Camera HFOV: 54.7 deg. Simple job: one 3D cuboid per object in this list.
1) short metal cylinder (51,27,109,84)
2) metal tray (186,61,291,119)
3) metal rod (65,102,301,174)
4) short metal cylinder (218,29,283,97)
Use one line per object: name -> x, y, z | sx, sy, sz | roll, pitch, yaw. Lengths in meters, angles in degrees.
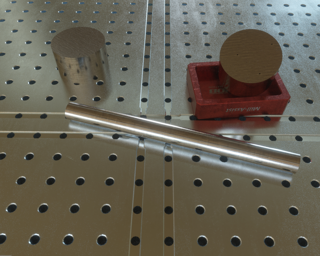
short metal cylinder -> -0.124, -0.115, 0.486 | 0.081, 0.050, 0.080 | 0, 50, 0
metal tray -> 0.110, -0.060, 0.455 | 0.131, 0.030, 0.090 | -4, 50, -4
metal rod -> 0.021, 0.009, 0.399 | 0.301, 0.025, 0.025 | 13, 51, 10
short metal cylinder -> 0.123, -0.089, 0.432 | 0.080, 0.050, 0.080 | -2, 74, 7
